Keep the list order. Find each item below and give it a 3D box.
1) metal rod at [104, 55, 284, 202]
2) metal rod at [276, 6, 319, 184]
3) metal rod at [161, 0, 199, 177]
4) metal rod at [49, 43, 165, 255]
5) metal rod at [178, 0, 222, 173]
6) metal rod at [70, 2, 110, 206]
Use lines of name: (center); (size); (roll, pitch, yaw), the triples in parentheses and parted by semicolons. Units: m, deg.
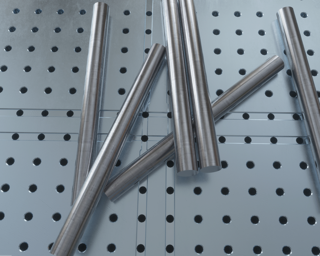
metal rod: (0.052, -0.007, 0.414); (0.301, 0.025, 0.025); (-37, 74, -13)
metal rod: (0.204, -0.038, 0.426); (0.025, 0.025, 0.299); (-4, 70, -2)
metal rod: (0.023, -0.081, 0.424); (0.025, 0.025, 0.299); (-3, 64, -1)
metal rod: (-0.054, 0.011, 0.392); (0.025, 0.025, 0.300); (19, 65, 7)
metal rod: (0.049, -0.085, 0.424); (0.025, 0.025, 0.299); (-4, 63, -1)
metal rod: (-0.093, -0.045, 0.427); (0.025, 0.025, 0.299); (1, 70, 0)
